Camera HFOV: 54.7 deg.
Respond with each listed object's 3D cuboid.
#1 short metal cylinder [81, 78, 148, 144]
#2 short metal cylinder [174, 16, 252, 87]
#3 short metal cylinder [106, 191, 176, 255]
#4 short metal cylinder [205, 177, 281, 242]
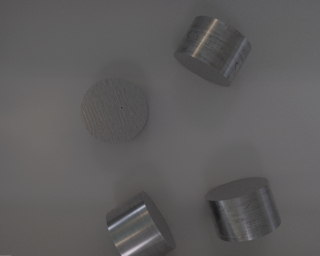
[{"bbox_3d":[-0.055,-0.021,0.398,0.081,0.050,0.080,0,90,0],"label":"short metal cylinder"},{"bbox_3d":[0.064,-0.093,0.384,0.080,0.080,0.050,30,90,0],"label":"short metal cylinder"},{"bbox_3d":[-0.023,0.126,0.384,0.050,0.080,0.080,-32,90,0],"label":"short metal cylinder"},{"bbox_3d":[0.102,0.099,0.385,0.080,0.080,0.050,-18,90,0],"label":"short metal cylinder"}]
